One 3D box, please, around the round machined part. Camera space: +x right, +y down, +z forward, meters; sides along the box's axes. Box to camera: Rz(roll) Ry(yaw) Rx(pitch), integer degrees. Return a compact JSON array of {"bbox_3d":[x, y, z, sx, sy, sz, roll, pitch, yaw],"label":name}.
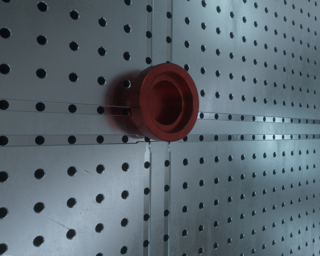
[{"bbox_3d":[0.001,-0.032,0.398,0.099,0.042,0.097,0,90,-40],"label":"round machined part"}]
